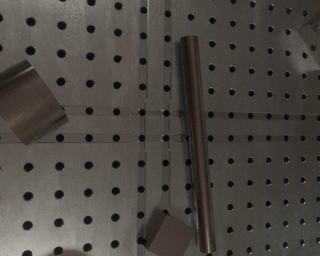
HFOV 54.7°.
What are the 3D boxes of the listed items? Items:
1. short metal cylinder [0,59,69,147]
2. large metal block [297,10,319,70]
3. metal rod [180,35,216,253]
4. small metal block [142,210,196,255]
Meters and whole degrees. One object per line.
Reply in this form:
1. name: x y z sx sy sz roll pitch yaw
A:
1. short metal cylinder: -0.142 -0.026 0.331 0.050 0.080 0.080 -36 102 -17
2. large metal block: 0.288 -0.156 0.508 0.080 0.050 0.080 -41 103 -16
3. metal rod: 0.054 0.024 0.433 0.025 0.025 0.298 -6 92 -20
4. small metal block: 0.012 0.148 0.419 0.050 0.025 0.050 34 79 -17
